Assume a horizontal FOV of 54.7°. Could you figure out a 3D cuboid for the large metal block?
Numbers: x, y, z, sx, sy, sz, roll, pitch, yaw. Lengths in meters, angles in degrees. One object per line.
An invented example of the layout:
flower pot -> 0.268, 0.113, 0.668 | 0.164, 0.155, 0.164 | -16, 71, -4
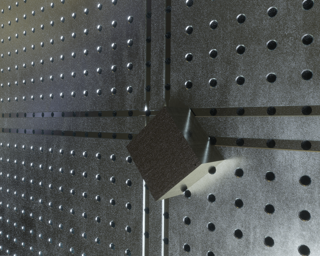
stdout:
large metal block -> 0.016, 0.031, 0.378 | 0.080, 0.050, 0.080 | -45, 63, 30
